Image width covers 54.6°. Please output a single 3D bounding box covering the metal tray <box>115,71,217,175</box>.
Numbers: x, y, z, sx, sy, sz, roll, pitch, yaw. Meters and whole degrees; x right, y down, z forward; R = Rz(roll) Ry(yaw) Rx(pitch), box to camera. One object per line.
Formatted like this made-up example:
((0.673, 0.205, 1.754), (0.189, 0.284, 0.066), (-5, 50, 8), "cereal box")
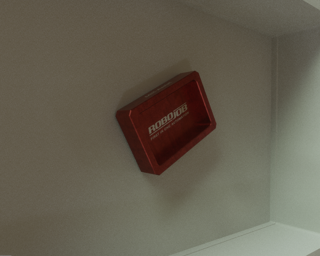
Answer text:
((0.014, -0.010, 0.410), (0.131, 0.030, 0.090), (-35, 112, -35), "metal tray")
